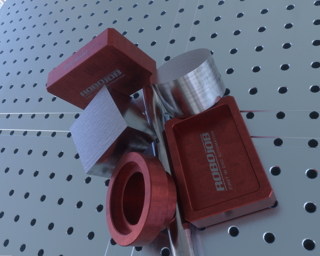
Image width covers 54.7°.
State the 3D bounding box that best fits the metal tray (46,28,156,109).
[{"bbox_3d":[-0.081,-0.071,0.430,0.130,0.090,0.030,-25,53,31],"label":"metal tray"}]

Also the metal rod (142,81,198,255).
[{"bbox_3d":[0.003,0.023,0.387,0.025,0.025,0.299,-23,53,14],"label":"metal rod"}]

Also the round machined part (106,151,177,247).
[{"bbox_3d":[-0.018,0.077,0.337,0.098,0.042,0.098,-27,56,50],"label":"round machined part"}]

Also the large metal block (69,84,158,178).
[{"bbox_3d":[-0.062,0.006,0.393,0.080,0.050,0.080,-48,49,18],"label":"large metal block"}]

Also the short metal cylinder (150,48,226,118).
[{"bbox_3d":[0.034,-0.056,0.385,0.080,0.050,0.080,-24,27,13],"label":"short metal cylinder"}]

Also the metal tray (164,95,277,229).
[{"bbox_3d":[0.061,0.034,0.347,0.090,0.030,0.130,-22,53,14],"label":"metal tray"}]
